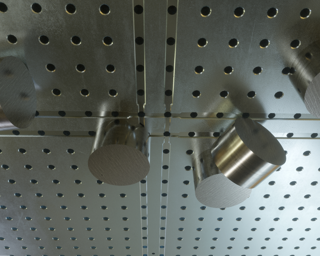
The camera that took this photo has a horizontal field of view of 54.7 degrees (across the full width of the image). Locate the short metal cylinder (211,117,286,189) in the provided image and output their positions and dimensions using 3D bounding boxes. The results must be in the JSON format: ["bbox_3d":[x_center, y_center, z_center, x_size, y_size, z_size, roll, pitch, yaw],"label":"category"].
[{"bbox_3d":[0.115,0.031,0.404,0.080,0.080,0.050,23,126,-19],"label":"short metal cylinder"}]

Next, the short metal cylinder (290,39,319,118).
[{"bbox_3d":[0.196,-0.056,0.351,0.081,0.050,0.079,0,130,0],"label":"short metal cylinder"}]

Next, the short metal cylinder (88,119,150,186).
[{"bbox_3d":[-0.054,0.034,0.424,0.081,0.050,0.079,0,130,0],"label":"short metal cylinder"}]

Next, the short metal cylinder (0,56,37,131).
[{"bbox_3d":[-0.180,-0.036,0.342,0.050,0.080,0.080,-6,130,4],"label":"short metal cylinder"}]

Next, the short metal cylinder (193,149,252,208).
[{"bbox_3d":[0.090,0.075,0.460,0.081,0.050,0.079,-1,130,0],"label":"short metal cylinder"}]
